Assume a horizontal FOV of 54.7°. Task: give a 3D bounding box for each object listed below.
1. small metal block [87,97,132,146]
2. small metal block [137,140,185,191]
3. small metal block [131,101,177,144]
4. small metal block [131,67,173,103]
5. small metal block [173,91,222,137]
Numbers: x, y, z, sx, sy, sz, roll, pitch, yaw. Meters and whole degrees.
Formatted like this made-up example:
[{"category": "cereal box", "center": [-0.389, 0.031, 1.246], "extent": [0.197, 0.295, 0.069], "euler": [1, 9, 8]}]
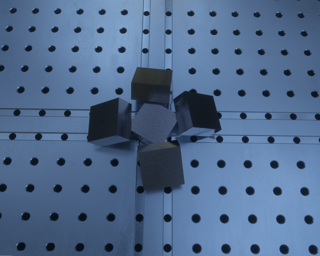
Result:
[{"category": "small metal block", "center": [-0.065, -0.007, 0.401], "extent": [0.050, 0.025, 0.050], "euler": [-13, 66, 32]}, {"category": "small metal block", "center": [0.001, 0.045, 0.382], "extent": [0.050, 0.025, 0.050], "euler": [-8, 106, -4]}, {"category": "small metal block", "center": [-0.008, -0.004, 0.412], "extent": [0.050, 0.025, 0.050], "euler": [30, 72, 10]}, {"category": "small metal block", "center": [-0.010, -0.059, 0.420], "extent": [0.050, 0.025, 0.050], "euler": [6, 34, 2]}, {"category": "small metal block", "center": [0.049, -0.018, 0.406], "extent": [0.050, 0.025, 0.050], "euler": [5, 65, -36]}]
